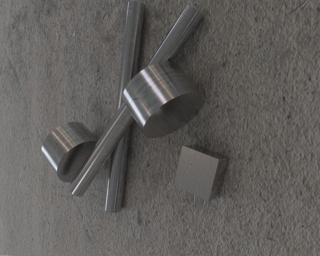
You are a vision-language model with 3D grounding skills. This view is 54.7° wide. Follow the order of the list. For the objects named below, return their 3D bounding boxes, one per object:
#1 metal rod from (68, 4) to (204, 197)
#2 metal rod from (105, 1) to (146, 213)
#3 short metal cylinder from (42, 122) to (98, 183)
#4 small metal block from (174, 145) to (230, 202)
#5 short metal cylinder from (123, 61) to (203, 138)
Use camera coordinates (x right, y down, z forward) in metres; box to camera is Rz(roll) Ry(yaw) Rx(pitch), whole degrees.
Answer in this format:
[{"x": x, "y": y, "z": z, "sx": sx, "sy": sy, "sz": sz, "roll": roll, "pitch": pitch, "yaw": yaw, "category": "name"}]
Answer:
[{"x": -0.041, "y": -0.024, "z": 0.413, "sx": 0.025, "sy": 0.025, "sz": 0.299, "roll": 46, "pitch": 109, "yaw": 30, "category": "metal rod"}, {"x": -0.051, "y": -0.025, "z": 0.447, "sx": 0.025, "sy": 0.025, "sz": 0.298, "roll": 12, "pitch": 98, "yaw": 39, "category": "metal rod"}, {"x": -0.133, "y": 0.037, "z": 0.479, "sx": 0.050, "sy": 0.081, "sz": 0.080, "roll": 42, "pitch": 115, "yaw": 32, "category": "short metal cylinder"}, {"x": 0.049, "y": 0.051, "z": 0.365, "sx": 0.050, "sy": 0.025, "sz": 0.050, "roll": 20, "pitch": 102, "yaw": 38, "category": "small metal block"}, {"x": 0.003, "y": -0.032, "z": 0.366, "sx": 0.080, "sy": 0.081, "sz": 0.050, "roll": -47, "pitch": 62, "yaw": 29, "category": "short metal cylinder"}]
